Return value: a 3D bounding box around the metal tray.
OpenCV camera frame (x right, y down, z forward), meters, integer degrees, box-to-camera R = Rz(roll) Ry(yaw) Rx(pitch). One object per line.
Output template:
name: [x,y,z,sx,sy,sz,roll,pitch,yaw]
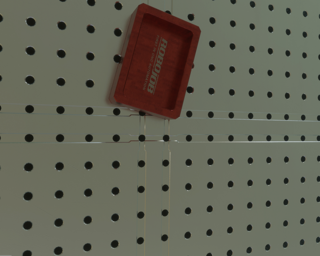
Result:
metal tray: [-0.005,-0.084,0.408,0.091,0.030,0.129,16,85,-20]
